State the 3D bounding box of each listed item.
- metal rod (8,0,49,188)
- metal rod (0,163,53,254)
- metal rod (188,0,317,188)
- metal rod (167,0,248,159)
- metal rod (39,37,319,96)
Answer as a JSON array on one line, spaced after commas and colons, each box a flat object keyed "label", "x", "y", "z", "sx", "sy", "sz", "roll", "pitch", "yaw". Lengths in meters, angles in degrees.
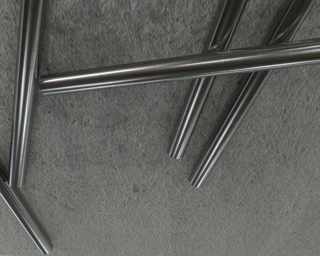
[{"label": "metal rod", "x": -0.168, "y": -0.026, "z": 0.382, "sx": 0.025, "sy": 0.025, "sz": 0.298, "roll": 15, "pitch": 129, "yaw": -13}, {"label": "metal rod", "x": -0.237, "y": 0.122, "z": 0.507, "sx": 0.025, "sy": 0.025, "sz": 0.298, "roll": -5, "pitch": 130, "yaw": 4}, {"label": "metal rod", "x": 0.099, "y": -0.027, "z": 0.385, "sx": 0.025, "sy": 0.025, "sz": 0.298, "roll": 13, "pitch": 129, "yaw": -11}, {"label": "metal rod", "x": 0.057, "y": -0.076, "z": 0.343, "sx": 0.025, "sy": 0.025, "sz": 0.298, "roll": 10, "pitch": 130, "yaw": -9}, {"label": "metal rod", "x": 0.012, "y": -0.062, "z": 0.328, "sx": 0.301, "sy": 0.025, "sz": 0.025, "roll": -5, "pitch": 131, "yaw": 13}]
